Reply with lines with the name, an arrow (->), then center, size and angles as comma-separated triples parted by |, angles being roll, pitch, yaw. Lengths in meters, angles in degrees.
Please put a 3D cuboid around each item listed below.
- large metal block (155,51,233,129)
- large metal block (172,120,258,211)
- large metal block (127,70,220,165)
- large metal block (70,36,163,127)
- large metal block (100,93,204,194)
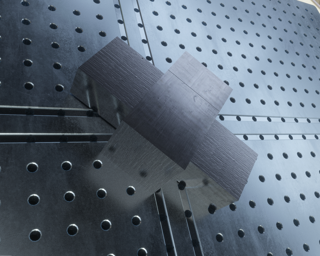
large metal block -> 0.036, -0.042, 0.420 | 0.080, 0.080, 0.050 | 39, 51, -2
large metal block -> 0.070, 0.046, 0.403 | 0.080, 0.050, 0.080 | 39, 52, -2
large metal block -> 0.012, -0.011, 0.388 | 0.080, 0.080, 0.050 | 39, 51, -2
large metal block -> -0.053, -0.057, 0.396 | 0.080, 0.050, 0.080 | 38, 52, -3
large metal block -> -0.011, 0.021, 0.356 | 0.080, 0.080, 0.050 | 39, 51, -2
